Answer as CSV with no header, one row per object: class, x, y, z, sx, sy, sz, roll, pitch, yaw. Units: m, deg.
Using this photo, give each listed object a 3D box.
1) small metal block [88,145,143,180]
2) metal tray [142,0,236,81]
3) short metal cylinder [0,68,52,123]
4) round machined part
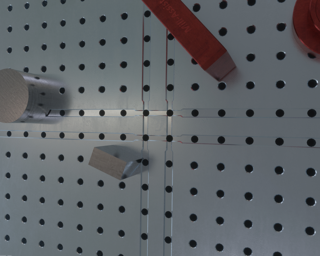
small metal block,-0.059,0.045,0.420,0.050,0.050,0.025,23,98,18
metal tray,0.031,-0.118,0.367,0.030,0.090,0.130,-42,77,15
short metal cylinder,-0.215,-0.047,0.475,0.080,0.050,0.079,0,90,20
round machined part,0.197,-0.125,0.334,0.098,0.042,0.097,0,90,20
